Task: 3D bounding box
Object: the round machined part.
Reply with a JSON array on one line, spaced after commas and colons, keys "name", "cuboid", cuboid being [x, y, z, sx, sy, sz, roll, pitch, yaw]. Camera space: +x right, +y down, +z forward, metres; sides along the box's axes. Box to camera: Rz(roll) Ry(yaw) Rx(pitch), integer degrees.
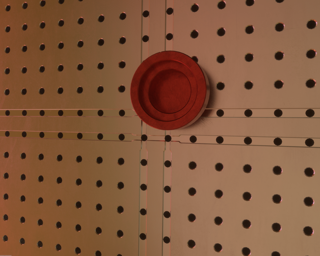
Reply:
[{"name": "round machined part", "cuboid": [0.015, -0.046, 0.398, 0.098, 0.042, 0.097, 0, 90, 19]}]
